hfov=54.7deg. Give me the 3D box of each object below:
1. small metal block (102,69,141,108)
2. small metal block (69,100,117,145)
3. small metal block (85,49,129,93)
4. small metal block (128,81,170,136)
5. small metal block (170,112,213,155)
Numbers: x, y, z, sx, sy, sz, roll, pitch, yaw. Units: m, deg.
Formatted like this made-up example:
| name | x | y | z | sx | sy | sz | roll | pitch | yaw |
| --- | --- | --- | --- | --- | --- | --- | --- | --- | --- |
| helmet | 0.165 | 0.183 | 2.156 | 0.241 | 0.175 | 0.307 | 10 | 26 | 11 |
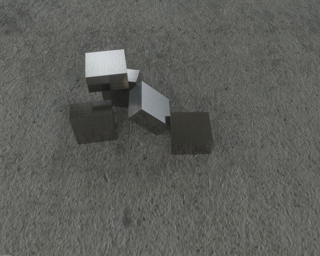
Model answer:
| name | x | y | z | sx | sy | sz | roll | pitch | yaw |
| --- | --- | --- | --- | --- | --- | --- | --- | --- | --- |
| small metal block | -0.054 | -0.056 | 0.433 | 0.050 | 0.050 | 0.025 | 6 | 49 | 6 |
| small metal block | -0.083 | -0.007 | 0.392 | 0.050 | 0.050 | 0.025 | -7 | 51 | -6 |
| small metal block | -0.068 | -0.074 | 0.400 | 0.050 | 0.025 | 0.050 | -7 | 49 | -6 |
| small metal block | -0.014 | -0.025 | 0.406 | 0.050 | 0.025 | 0.050 | 31 | 40 | -34 |
| small metal block | 0.039 | 0.006 | 0.398 | 0.050 | 0.025 | 0.050 | -1 | 50 | -1 |
